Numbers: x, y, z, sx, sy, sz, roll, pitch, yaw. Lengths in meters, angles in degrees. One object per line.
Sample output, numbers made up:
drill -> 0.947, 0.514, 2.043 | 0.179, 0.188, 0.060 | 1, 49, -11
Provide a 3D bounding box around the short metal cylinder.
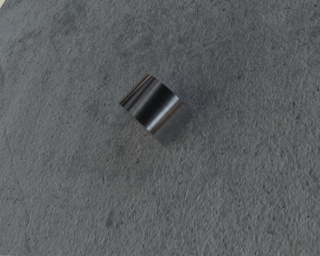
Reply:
short metal cylinder -> -0.006, -0.021, 0.386 | 0.050, 0.080, 0.080 | -47, 51, -4
